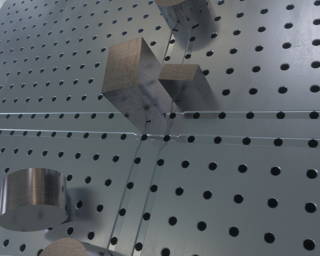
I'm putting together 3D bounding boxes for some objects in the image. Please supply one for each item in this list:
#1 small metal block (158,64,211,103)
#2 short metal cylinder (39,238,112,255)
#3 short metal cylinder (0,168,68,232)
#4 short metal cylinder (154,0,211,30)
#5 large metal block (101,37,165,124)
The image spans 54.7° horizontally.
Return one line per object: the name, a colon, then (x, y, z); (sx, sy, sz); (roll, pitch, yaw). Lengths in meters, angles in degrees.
small metal block: (0.033, -0.059, 0.411); (0.050, 0.050, 0.025); (8, 66, 32)
short metal cylinder: (-0.095, 0.167, 0.340); (0.080, 0.050, 0.080); (-13, 56, 21)
short metal cylinder: (-0.162, 0.094, 0.400); (0.080, 0.080, 0.050); (-25, 53, 13)
short metal cylinder: (0.037, -0.207, 0.500); (0.080, 0.050, 0.080); (-13, 56, 21)
large metal block: (-0.032, -0.063, 0.428); (0.050, 0.080, 0.080); (-10, 57, 23)
